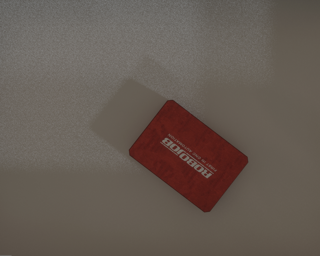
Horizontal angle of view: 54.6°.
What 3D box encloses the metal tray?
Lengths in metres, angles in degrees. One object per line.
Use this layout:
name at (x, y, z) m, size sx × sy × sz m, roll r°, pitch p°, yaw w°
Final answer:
metal tray at (0.037, 0.036, 0.409) m, size 0.130 × 0.030 × 0.090 m, roll 38°, pitch 90°, yaw 0°
